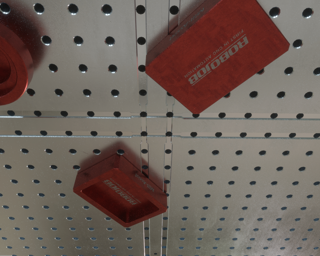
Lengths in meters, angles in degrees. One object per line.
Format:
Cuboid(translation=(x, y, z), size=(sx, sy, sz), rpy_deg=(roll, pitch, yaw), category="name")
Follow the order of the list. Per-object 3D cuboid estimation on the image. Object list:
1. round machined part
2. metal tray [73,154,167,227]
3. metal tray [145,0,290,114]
Cuboid(translation=(-0.187, -0.075, 0.335), size=(0.099, 0.042, 0.097), rpy_deg=(0, 130, 0), category="round machined part")
Cuboid(translation=(-0.060, 0.105, 0.496), size=(0.090, 0.030, 0.130), rpy_deg=(-29, 125, 22), category="metal tray")
Cuboid(translation=(0.059, -0.082, 0.339), size=(0.130, 0.030, 0.090), rpy_deg=(-37, 122, 27), category="metal tray")
